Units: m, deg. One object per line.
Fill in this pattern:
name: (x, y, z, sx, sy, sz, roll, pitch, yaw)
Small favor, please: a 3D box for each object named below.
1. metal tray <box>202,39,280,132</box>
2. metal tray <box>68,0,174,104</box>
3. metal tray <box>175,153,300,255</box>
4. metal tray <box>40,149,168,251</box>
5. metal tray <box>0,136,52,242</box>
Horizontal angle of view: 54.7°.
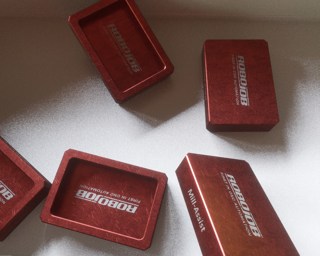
metal tray: (0.108, -0.060, 0.430, 0.091, 0.030, 0.130, 0, 70, -1)
metal tray: (-0.052, -0.110, 0.424, 0.090, 0.030, 0.130, -31, 92, -10)
metal tray: (0.077, 0.088, 0.328, 0.091, 0.030, 0.130, 10, 39, -25)
metal tray: (-0.064, 0.085, 0.374, 0.131, 0.030, 0.090, 14, 70, 4)
metal tray: (-0.212, 0.063, 0.381, 0.130, 0.030, 0.090, 39, 74, 12)
